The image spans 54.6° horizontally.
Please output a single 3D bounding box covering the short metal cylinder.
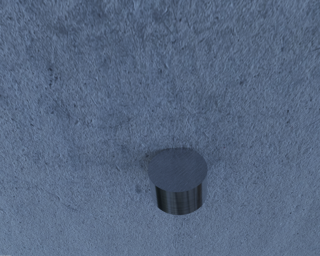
[{"bbox_3d":[0.026,0.073,0.433,0.080,0.080,0.050,-4,130,3],"label":"short metal cylinder"}]
